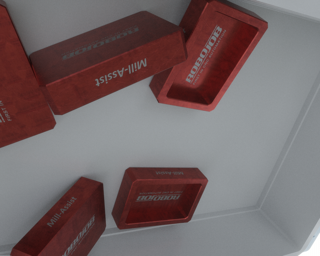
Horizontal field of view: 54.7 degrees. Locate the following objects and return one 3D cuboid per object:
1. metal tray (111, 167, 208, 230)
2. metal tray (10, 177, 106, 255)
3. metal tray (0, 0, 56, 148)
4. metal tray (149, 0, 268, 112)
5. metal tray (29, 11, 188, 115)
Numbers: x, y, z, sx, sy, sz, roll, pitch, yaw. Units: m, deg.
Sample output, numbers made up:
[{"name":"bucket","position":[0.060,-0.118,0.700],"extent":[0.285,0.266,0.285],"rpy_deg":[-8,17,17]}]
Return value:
[{"name":"metal tray","position":[0.001,0.106,0.473],"extent":[0.131,0.030,0.089],"rpy_deg":[5,116,-31]},{"name":"metal tray","position":[-0.113,0.133,0.374],"extent":[0.131,0.030,0.089],"rpy_deg":[-52,150,-54]},{"name":"metal tray","position":[-0.165,-0.043,0.289],"extent":[0.091,0.030,0.129],"rpy_deg":[-22,127,-15]},{"name":"metal tray","position":[0.055,-0.083,0.367],"extent":[0.091,0.030,0.129],"rpy_deg":[7,127,-32]},{"name":"metal tray","position":[-0.051,-0.068,0.296],"extent":[0.131,0.090,0.030],"rpy_deg":[-26,128,-13]}]
